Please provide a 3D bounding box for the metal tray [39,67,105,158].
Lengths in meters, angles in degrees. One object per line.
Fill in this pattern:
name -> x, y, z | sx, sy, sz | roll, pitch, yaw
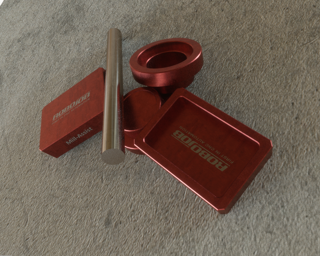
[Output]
metal tray -> -0.123, -0.023, 0.467 | 0.130, 0.030, 0.090 | -30, 49, 19

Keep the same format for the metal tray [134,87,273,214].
metal tray -> 0.046, 0.021, 0.351 | 0.130, 0.030, 0.090 | 35, 81, 28

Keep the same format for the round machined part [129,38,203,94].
round machined part -> 0.011, -0.083, 0.426 | 0.098, 0.042, 0.098 | -9, 38, 7

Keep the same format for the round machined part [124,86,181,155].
round machined part -> -0.021, -0.016, 0.416 | 0.098, 0.042, 0.098 | -13, 56, 21

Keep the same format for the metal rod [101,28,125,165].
metal rod -> -0.065, -0.068, 0.438 | 0.025, 0.025, 0.300 | -24, 40, 13
